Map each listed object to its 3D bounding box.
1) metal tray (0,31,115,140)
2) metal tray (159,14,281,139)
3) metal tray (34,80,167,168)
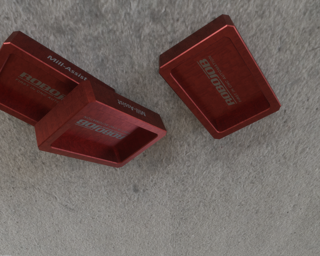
[{"bbox_3d":[-0.131,-0.040,0.367,0.131,0.030,0.090,31,123,-24],"label":"metal tray"},{"bbox_3d":[0.071,-0.052,0.360,0.090,0.030,0.130,-29,125,22],"label":"metal tray"},{"bbox_3d":[-0.065,0.003,0.366,0.090,0.030,0.131,-37,146,22],"label":"metal tray"}]
